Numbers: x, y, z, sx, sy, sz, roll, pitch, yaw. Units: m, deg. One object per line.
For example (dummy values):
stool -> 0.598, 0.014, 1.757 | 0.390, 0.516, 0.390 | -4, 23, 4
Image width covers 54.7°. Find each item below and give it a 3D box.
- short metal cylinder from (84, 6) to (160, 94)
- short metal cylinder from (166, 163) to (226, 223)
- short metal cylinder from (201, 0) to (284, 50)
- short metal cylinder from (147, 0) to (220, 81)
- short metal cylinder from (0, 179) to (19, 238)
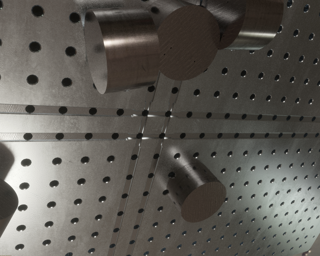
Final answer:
short metal cylinder -> -0.040, -0.077, 0.307 | 0.050, 0.080, 0.079 | -12, 124, -22
short metal cylinder -> 0.057, 0.102, 0.492 | 0.081, 0.050, 0.079 | -14, 124, -21
short metal cylinder -> 0.089, -0.128, 0.347 | 0.050, 0.080, 0.079 | -6, 121, -26
short metal cylinder -> 0.019, -0.099, 0.345 | 0.081, 0.050, 0.079 | -14, 124, -21
short metal cylinder -> -0.199, 0.087, 0.322 | 0.080, 0.080, 0.050 | 23, 106, -37
